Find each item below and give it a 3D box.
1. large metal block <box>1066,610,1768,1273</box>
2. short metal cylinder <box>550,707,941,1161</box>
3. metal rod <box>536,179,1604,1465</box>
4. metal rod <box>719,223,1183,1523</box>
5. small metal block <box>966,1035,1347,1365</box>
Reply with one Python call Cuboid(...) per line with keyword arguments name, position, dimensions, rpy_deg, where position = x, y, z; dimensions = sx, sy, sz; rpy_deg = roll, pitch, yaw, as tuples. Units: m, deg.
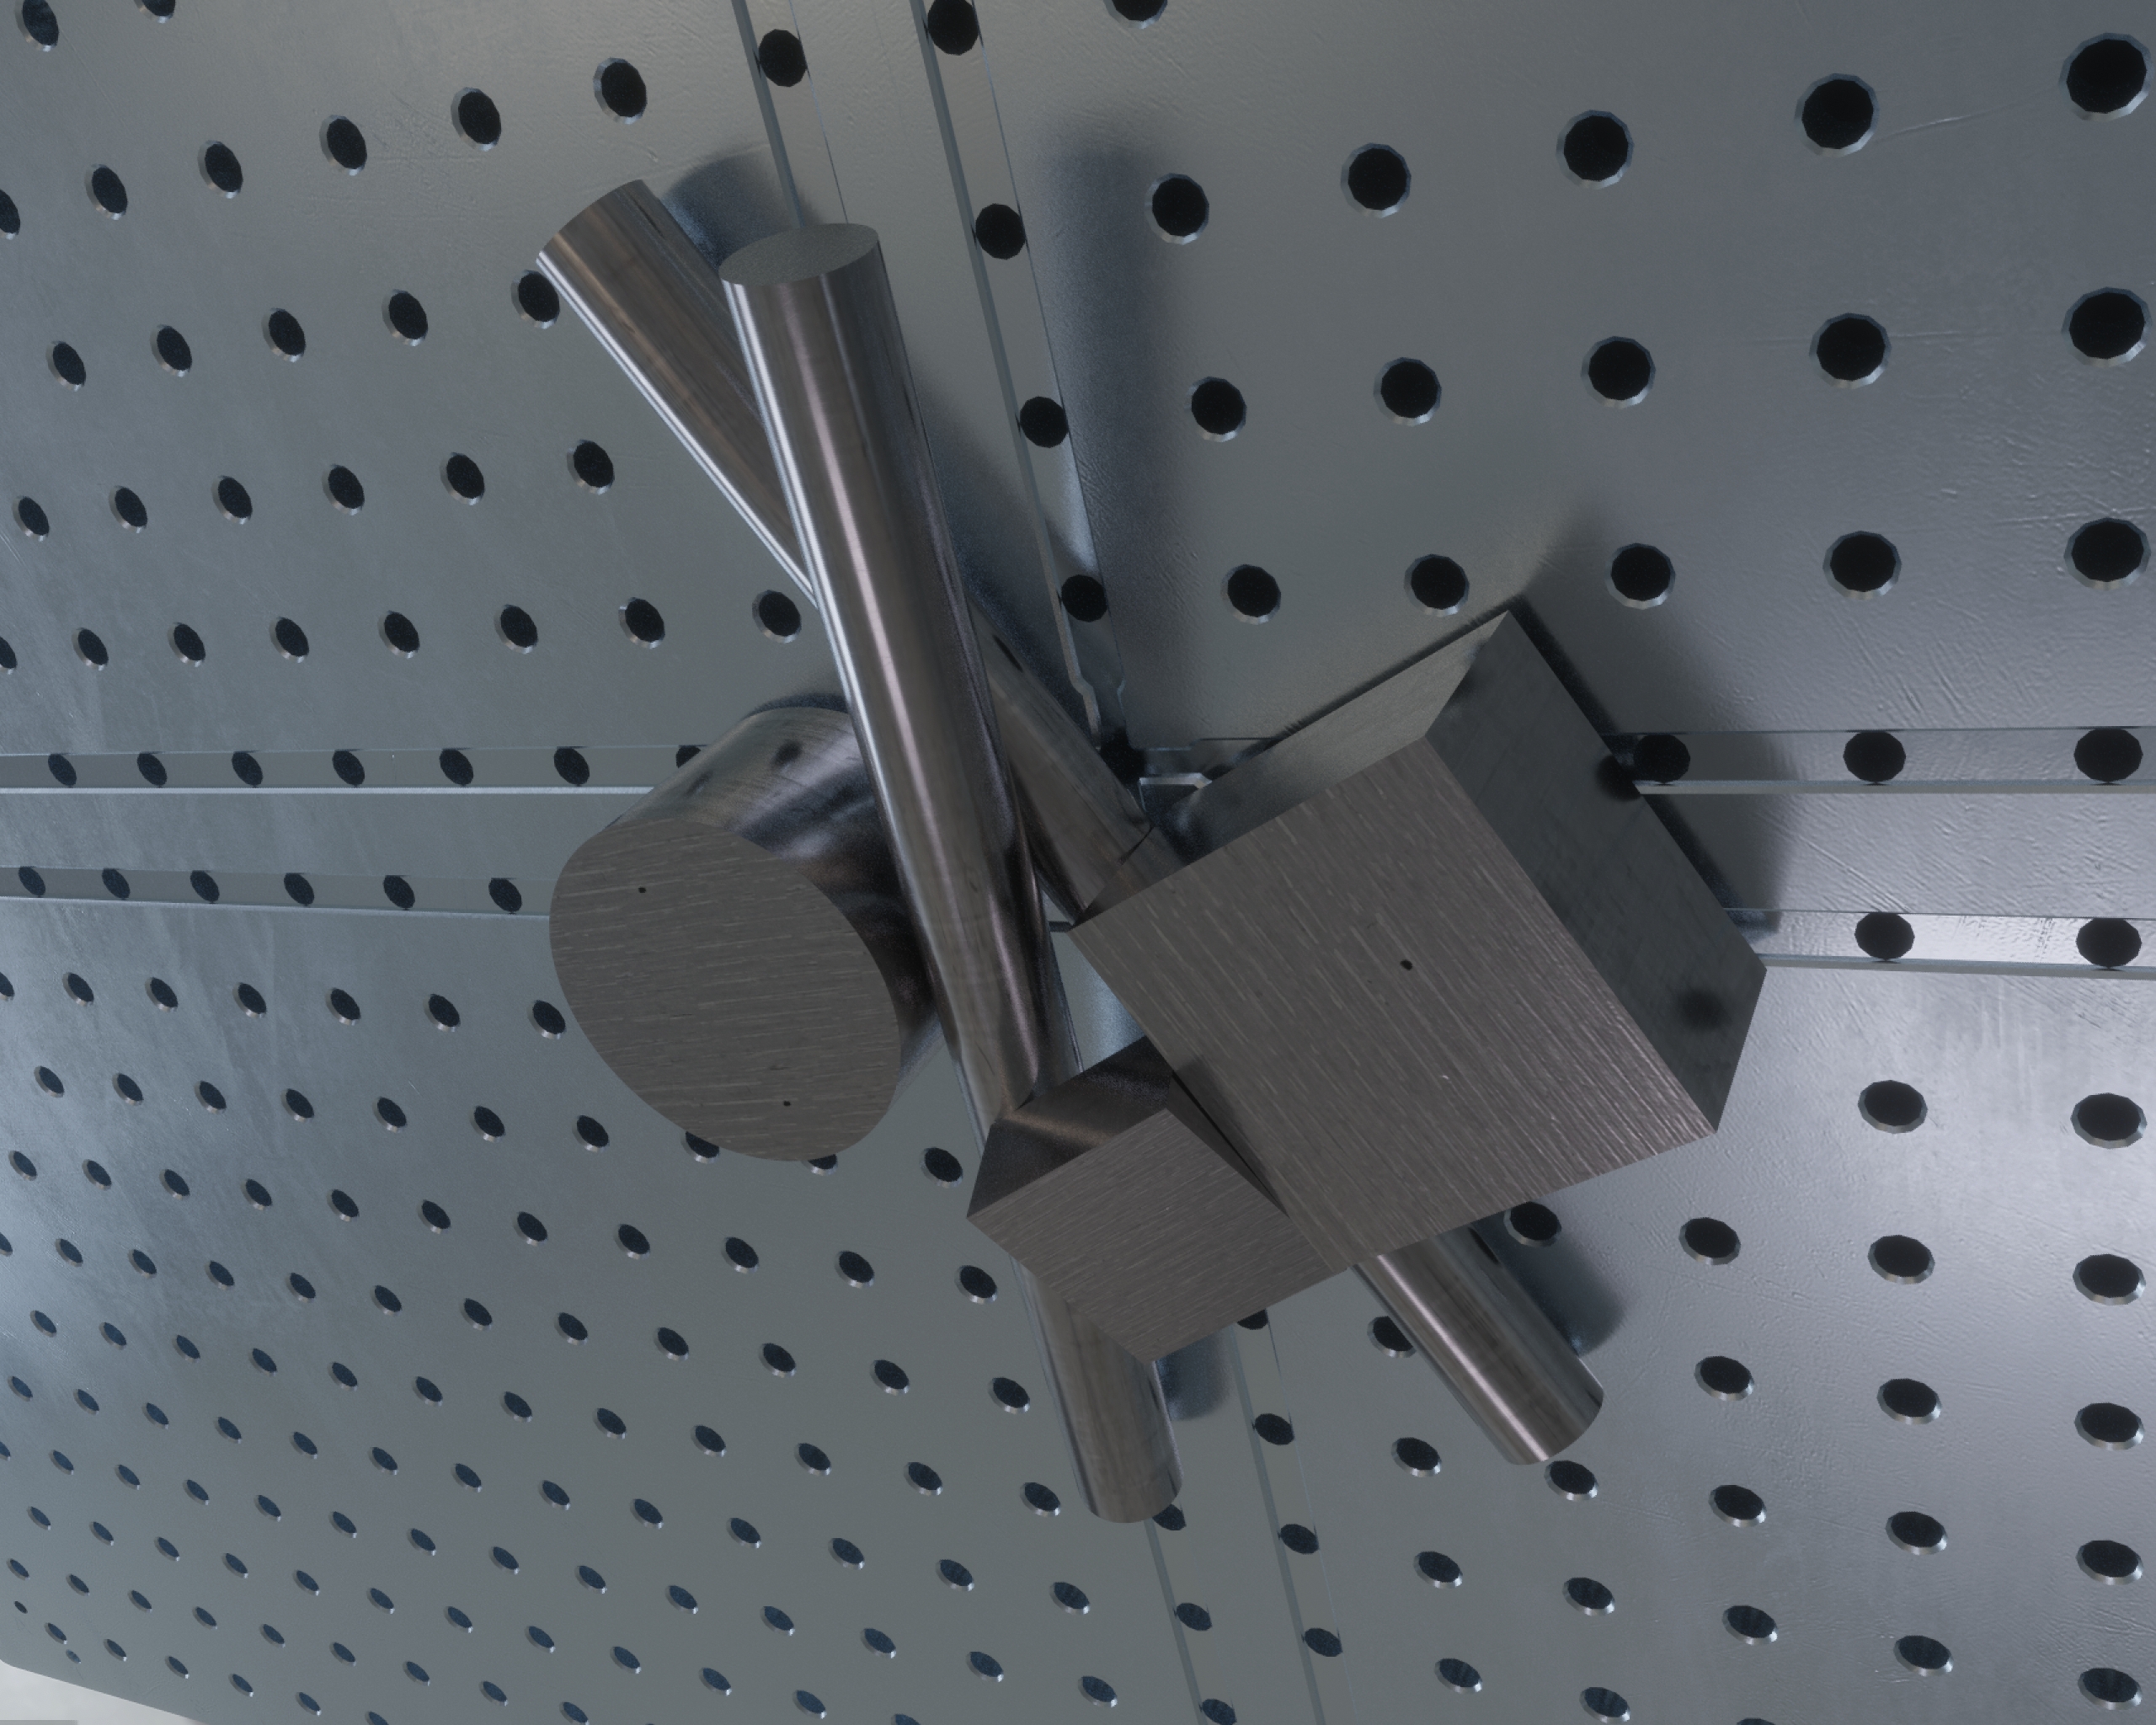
Cuboid(name="large metal block", position=(0.060, 0.016, 0.368), dimensions=(0.080, 0.050, 0.080), rpy_deg=(-30, 102, 38))
Cuboid(name="short metal cylinder", position=(-0.060, 0.014, 0.431), dimensions=(0.080, 0.050, 0.079), rpy_deg=(13, 124, 20))
Cuboid(name="metal rod", position=(0.004, -0.001, 0.403), dimensions=(0.025, 0.025, 0.300), rpy_deg=(-32, 102, 38))
Cuboid(name="metal rod", position=(-0.015, 0.026, 0.405), dimensions=(0.025, 0.025, 0.298), rpy_deg=(6, 129, 25))
Cuboid(name="small metal block", position=(0.016, 0.063, 0.396), dimensions=(0.050, 0.025, 0.050), rpy_deg=(-33, 115, 30))
